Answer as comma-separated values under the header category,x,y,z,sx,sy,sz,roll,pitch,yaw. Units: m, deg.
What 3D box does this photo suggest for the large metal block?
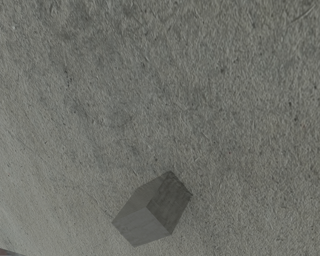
category,x,y,z,sx,sy,sz,roll,pitch,yaw
large metal block,-0.011,0.117,0.449,0.080,0.080,0.050,-34,99,38
